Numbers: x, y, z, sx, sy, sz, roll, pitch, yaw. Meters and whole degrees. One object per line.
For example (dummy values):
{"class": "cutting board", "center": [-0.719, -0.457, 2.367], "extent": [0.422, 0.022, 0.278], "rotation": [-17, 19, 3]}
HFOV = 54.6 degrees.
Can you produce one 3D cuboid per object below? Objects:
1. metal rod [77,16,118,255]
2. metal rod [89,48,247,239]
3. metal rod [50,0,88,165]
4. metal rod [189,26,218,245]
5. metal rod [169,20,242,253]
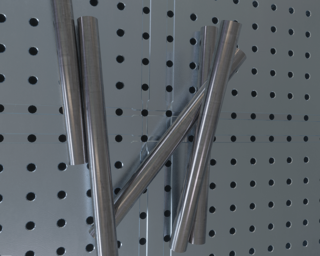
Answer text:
{"class": "metal rod", "center": [-0.074, 0.016, 0.368], "extent": [0.025, 0.025, 0.299], "rotation": [-4, 85, -20]}
{"class": "metal rod", "center": [0.014, 0.017, 0.400], "extent": [0.025, 0.025, 0.300], "rotation": [40, 84, -16]}
{"class": "metal rod", "center": [-0.113, -0.106, 0.370], "extent": [0.025, 0.025, 0.298], "rotation": [-7, 92, -20]}
{"class": "metal rod", "center": [0.060, 0.009, 0.434], "extent": [0.025, 0.025, 0.298], "rotation": [4, 89, -20]}
{"class": "metal rod", "center": [0.054, 0.019, 0.393], "extent": [0.025, 0.025, 0.298], "rotation": [8, 102, -20]}
